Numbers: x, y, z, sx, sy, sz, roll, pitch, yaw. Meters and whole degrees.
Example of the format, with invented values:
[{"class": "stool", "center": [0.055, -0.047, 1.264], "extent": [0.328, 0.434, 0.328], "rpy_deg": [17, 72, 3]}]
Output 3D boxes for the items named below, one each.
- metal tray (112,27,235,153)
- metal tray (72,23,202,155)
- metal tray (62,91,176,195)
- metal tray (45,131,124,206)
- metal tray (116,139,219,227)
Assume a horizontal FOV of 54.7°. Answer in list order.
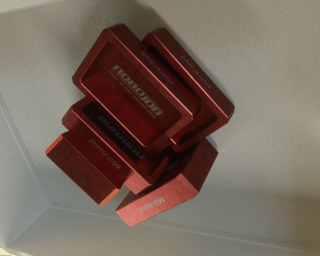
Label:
[{"class": "metal tray", "center": [0.013, -0.041, 0.372], "extent": [0.130, 0.030, 0.090], "rpy_deg": [48, 130, -5]}, {"class": "metal tray", "center": [-0.029, -0.040, 0.353], "extent": [0.130, 0.030, 0.090], "rpy_deg": [45, 129, -3]}, {"class": "metal tray", "center": [-0.045, 0.009, 0.391], "extent": [0.130, 0.090, 0.030], "rpy_deg": [45, 129, -3]}, {"class": "metal tray", "center": [-0.083, 0.039, 0.406], "extent": [0.090, 0.130, 0.030], "rpy_deg": [45, 99, -3]}, {"class": "metal tray", "center": [0.008, 0.070, 0.402], "extent": [0.030, 0.090, 0.129], "rpy_deg": [49, 128, -6]}]
